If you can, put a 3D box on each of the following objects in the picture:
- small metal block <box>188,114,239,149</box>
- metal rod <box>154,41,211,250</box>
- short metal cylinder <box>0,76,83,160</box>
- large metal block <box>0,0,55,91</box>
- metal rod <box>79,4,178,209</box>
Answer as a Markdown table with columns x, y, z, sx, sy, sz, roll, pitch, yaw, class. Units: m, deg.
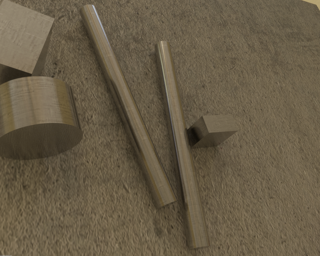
| x | y | z | sx | sy | sz | roll | pitch | yaw | class |
| --- | --- | --- | --- | --- | --- | --- | --- | --- | --- |
| 0.069 | 0.005 | 0.424 | 0.050 | 0.050 | 0.025 | -4 | 64 | -30 | small metal block |
| 0.024 | 0.003 | 0.416 | 0.025 | 0.025 | 0.299 | 6 | 59 | -26 | metal rod |
| -0.122 | -0.007 | 0.308 | 0.081 | 0.080 | 0.050 | -5 | 64 | -31 | short metal cylinder |
| -0.154 | -0.072 | 0.329 | 0.050 | 0.080 | 0.080 | 18 | 55 | -19 | large metal block |
| -0.048 | -0.041 | 0.404 | 0.025 | 0.025 | 0.299 | -11 | 67 | -33 | metal rod |
